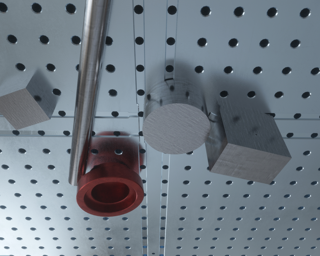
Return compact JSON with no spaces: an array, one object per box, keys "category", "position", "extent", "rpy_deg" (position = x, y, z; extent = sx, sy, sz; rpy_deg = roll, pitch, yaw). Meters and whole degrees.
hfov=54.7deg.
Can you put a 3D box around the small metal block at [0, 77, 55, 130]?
[{"category":"small metal block","position":[-0.169,-0.030,0.384],"extent":[0.050,0.025,0.050],"rpy_deg":[-16,129,13]}]

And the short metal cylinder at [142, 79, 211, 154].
[{"category":"short metal cylinder","position":[0.019,-0.013,0.385],"extent":[0.081,0.050,0.079],"rpy_deg":[0,130,0]}]

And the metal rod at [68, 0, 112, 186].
[{"category":"metal rod","position":[-0.092,-0.031,0.384],"extent":[0.025,0.025,0.298],"rpy_deg":[11,129,-10]}]

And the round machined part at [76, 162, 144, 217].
[{"category":"round machined part","position":[-0.075,0.089,0.470],"extent":[0.099,0.042,0.097],"rpy_deg":[-6,132,-6]}]

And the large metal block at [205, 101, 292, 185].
[{"category":"large metal block","position":[0.105,0.018,0.392],"extent":[0.081,0.080,0.050],"rpy_deg":[13,129,-12]}]
